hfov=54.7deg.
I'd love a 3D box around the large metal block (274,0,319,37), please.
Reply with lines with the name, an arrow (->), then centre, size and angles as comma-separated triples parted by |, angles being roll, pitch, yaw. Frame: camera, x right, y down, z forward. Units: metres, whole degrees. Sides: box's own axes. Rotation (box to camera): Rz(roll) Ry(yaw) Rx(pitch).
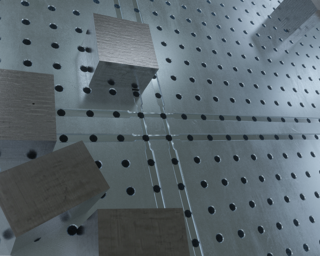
large metal block -> 0.329, -0.272, 0.720 | 0.050, 0.080, 0.080 | -8, 66, -32

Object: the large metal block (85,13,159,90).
large metal block -> -0.055, -0.103, 0.427 | 0.081, 0.050, 0.080 | 2, 61, -28

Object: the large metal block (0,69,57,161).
large metal block -> -0.154, -0.013, 0.318 | 0.081, 0.050, 0.080 | 3, 61, -27

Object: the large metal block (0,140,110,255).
large metal block -> -0.103, 0.063, 0.280 | 0.081, 0.080, 0.050 | -24, 75, -37

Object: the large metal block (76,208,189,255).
large metal block -> -0.029, 0.111, 0.291 | 0.081, 0.080, 0.050 | 6, 59, -25
